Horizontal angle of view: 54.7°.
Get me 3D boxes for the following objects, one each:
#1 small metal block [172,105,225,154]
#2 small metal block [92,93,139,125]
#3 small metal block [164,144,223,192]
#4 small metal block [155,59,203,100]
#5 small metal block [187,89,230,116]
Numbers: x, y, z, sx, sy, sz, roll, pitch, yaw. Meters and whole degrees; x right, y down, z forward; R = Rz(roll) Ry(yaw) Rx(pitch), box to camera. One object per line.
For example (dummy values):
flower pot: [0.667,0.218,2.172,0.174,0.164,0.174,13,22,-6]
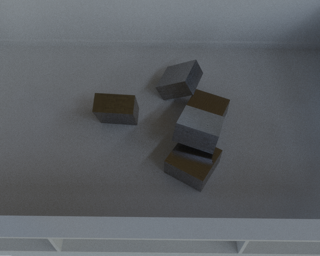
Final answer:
small metal block: [0.047,0.001,0.374,0.050,0.025,0.050,18,33,9]
small metal block: [-0.056,-0.024,0.404,0.050,0.050,0.025,4,75,3]
small metal block: [0.040,0.040,0.371,0.050,0.025,0.050,26,55,20]
small metal block: [0.029,-0.069,0.449,0.050,0.025,0.050,-7,42,36]
small metal block: [0.062,-0.022,0.423,0.050,0.025,0.050,20,53,16]
